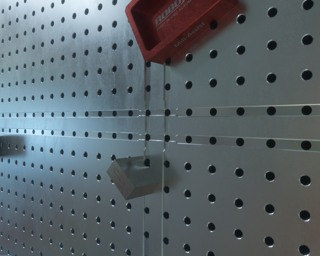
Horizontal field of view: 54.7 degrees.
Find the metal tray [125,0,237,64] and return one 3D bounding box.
[{"bbox_3d":[0.020,-0.153,0.388,0.130,0.030,0.090,-32,70,35],"label":"metal tray"}]

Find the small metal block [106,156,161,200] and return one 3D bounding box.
[{"bbox_3d":[-0.036,0.066,0.420,0.050,0.050,0.025,49,119,28],"label":"small metal block"}]
